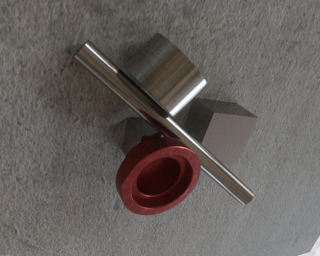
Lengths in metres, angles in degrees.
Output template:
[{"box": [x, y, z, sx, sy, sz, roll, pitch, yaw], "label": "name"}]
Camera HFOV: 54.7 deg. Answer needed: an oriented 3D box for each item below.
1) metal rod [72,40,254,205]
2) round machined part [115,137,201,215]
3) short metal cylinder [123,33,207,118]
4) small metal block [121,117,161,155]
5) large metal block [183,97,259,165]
[{"box": [0.021, 0.009, 0.379, 0.025, 0.025, 0.300, -47, 115, 4], "label": "metal rod"}, {"box": [-0.005, 0.051, 0.364, 0.099, 0.042, 0.097, -14, 126, -20], "label": "round machined part"}, {"box": [0.005, -0.057, 0.342, 0.050, 0.080, 0.080, -45, 130, 2], "label": "short metal cylinder"}, {"box": [-0.025, 0.019, 0.392, 0.025, 0.050, 0.050, -2, 120, -28], "label": "small metal block"}, {"box": [0.080, 0.006, 0.442, 0.081, 0.050, 0.079, 4, 116, -31], "label": "large metal block"}]
